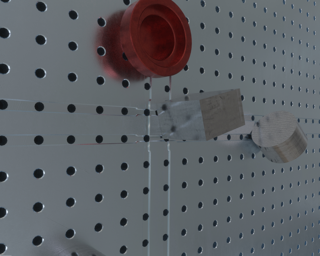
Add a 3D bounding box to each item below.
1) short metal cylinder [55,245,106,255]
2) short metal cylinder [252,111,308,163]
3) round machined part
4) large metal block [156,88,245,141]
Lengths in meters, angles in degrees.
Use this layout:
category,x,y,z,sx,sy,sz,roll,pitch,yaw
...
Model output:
category,x,y,z,sx,sy,sz,roll,pitch,yaw
short metal cylinder,-0.081,0.171,0.326,0.081,0.050,0.080,0,90,-40
short metal cylinder,0.212,0.016,0.551,0.050,0.080,0.080,46,63,-31
round machined part,-0.009,-0.112,0.390,0.099,0.042,0.097,0,90,-40
large metal block,0.055,-0.019,0.419,0.081,0.080,0.050,-18,102,-39
